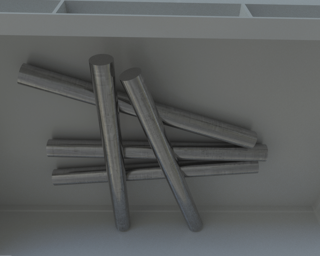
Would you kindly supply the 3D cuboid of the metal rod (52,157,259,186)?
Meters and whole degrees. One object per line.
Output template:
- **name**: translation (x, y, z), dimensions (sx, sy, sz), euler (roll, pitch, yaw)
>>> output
- **metal rod**: translation (-0.008, 0.064, 0.462), dimensions (0.302, 0.025, 0.025), euler (-4, 130, 2)

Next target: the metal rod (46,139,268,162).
- **metal rod**: translation (-0.002, 0.031, 0.433), dimensions (0.302, 0.025, 0.025), euler (1, 130, -2)

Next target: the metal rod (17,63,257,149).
- **metal rod**: translation (-0.016, -0.023, 0.387), dimensions (0.302, 0.025, 0.025), euler (15, 128, -14)

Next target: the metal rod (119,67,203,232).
- **metal rod**: translation (0.014, 0.051, 0.418), dimensions (0.025, 0.025, 0.299), euler (-14, 129, 11)

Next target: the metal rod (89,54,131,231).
- **metal rod**: translation (-0.060, 0.044, 0.410), dimensions (0.025, 0.025, 0.298), euler (0, 130, -1)
